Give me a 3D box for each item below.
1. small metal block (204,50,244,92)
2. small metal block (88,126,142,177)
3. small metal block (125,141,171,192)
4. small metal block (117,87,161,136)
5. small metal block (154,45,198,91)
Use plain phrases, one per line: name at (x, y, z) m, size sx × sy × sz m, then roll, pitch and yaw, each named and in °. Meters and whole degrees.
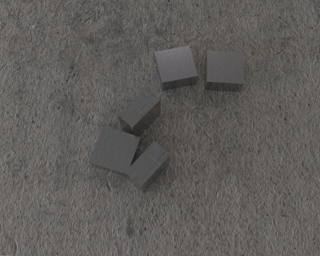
small metal block at (0.090, -0.080, 0.438) m, size 0.050 × 0.025 × 0.050 m, roll 4°, pitch 70°, yaw 1°
small metal block at (-0.056, 0.031, 0.396) m, size 0.050 × 0.025 × 0.050 m, roll 17°, pitch 71°, yaw 6°
small metal block at (-0.014, 0.049, 0.377) m, size 0.025 × 0.050 × 0.050 m, roll 40°, pitch 75°, yaw 13°
small metal block at (-0.025, -0.017, 0.401) m, size 0.025 × 0.050 × 0.050 m, roll 40°, pitch 75°, yaw 13°
small metal block at (0.022, -0.085, 0.439) m, size 0.050 × 0.025 × 0.050 m, roll -11°, pitch 71°, yaw -4°
